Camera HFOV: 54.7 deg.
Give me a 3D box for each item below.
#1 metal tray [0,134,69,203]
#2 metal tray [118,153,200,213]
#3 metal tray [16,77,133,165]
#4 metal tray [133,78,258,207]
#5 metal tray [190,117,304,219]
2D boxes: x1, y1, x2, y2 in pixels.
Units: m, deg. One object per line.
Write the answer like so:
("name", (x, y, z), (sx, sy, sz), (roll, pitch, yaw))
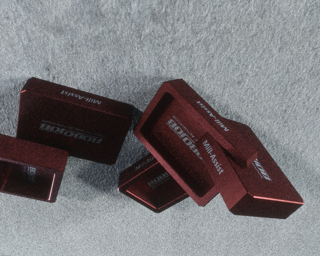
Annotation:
("metal tray", (-0.182, 0.062, 0.430), (0.091, 0.030, 0.129), (16, 145, -14))
("metal tray", (0.012, 0.073, 0.466), (0.130, 0.030, 0.090), (-36, 122, 26))
("metal tray", (-0.110, -0.004, 0.399), (0.131, 0.030, 0.089), (15, 129, -13))
("metal tray", (0.036, 0.016, 0.366), (0.130, 0.030, 0.089), (47, 126, 15))
("metal tray", (0.095, 0.040, 0.360), (0.091, 0.130, 0.030), (14, 125, -32))
